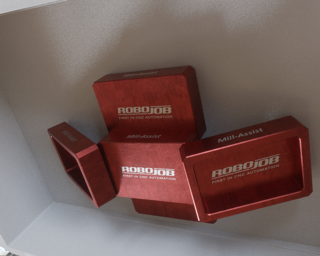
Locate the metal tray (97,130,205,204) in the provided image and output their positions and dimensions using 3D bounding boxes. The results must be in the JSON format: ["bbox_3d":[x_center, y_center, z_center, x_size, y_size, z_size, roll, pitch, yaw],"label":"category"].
[{"bbox_3d":[-0.010,0.050,0.400,0.130,0.030,0.089,-1,118,28],"label":"metal tray"}]

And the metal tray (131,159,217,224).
[{"bbox_3d":[0.016,0.087,0.447,0.130,0.030,0.089,-1,118,28],"label":"metal tray"}]

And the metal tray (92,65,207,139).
[{"bbox_3d":[-0.014,-0.026,0.393,0.130,0.030,0.089,-1,118,28],"label":"metal tray"}]

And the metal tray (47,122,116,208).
[{"bbox_3d":[-0.118,0.050,0.457,0.130,0.030,0.089,24,135,51],"label":"metal tray"}]

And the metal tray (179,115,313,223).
[{"bbox_3d":[0.095,0.047,0.342,0.131,0.030,0.089,-15,115,2],"label":"metal tray"}]
